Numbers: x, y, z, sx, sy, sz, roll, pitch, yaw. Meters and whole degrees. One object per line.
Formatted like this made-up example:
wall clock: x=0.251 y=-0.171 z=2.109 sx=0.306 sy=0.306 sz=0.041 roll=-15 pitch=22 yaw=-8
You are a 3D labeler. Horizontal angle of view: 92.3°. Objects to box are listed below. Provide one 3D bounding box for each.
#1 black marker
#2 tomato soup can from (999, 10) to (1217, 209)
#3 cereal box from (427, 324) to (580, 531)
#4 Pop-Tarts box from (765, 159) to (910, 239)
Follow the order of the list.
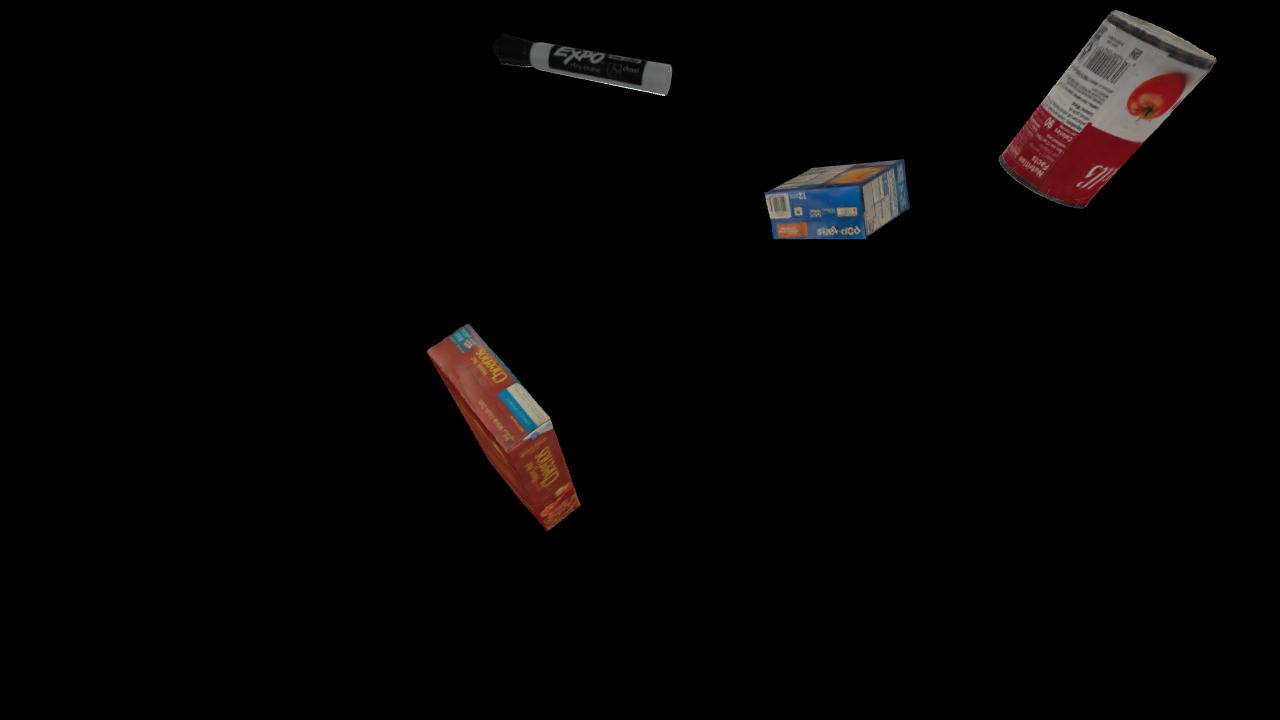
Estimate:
black marker: x=-0.039 y=-0.194 z=0.403 sx=0.121 sy=0.020 sz=0.020 roll=15 pitch=2 yaw=8
tomato soup can: x=0.298 y=-0.161 z=0.400 sx=0.068 sy=0.068 sz=0.101 roll=0 pitch=-43 yaw=-22
cereal box: x=-0.191 y=0.112 z=0.914 sx=0.081 sy=0.203 sz=0.306 roll=-36 pitch=-29 yaw=-20
Pop-Tarts box: x=0.312 y=-0.252 z=0.976 sx=0.141 sy=0.083 sz=0.167 roll=-34 pitch=30 yaw=-33
